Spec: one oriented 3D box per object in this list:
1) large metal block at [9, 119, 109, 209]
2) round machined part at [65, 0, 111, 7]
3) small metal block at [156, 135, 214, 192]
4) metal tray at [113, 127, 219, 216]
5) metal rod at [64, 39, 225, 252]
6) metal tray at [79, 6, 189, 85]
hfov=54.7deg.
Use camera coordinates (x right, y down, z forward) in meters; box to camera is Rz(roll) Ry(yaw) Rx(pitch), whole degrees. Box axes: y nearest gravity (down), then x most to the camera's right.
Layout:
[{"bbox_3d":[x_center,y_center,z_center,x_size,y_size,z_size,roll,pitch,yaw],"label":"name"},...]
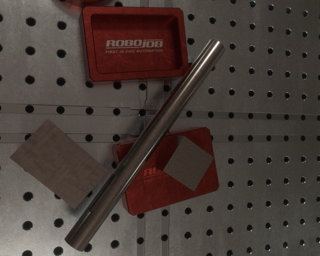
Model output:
[{"bbox_3d":[-0.111,0.036,0.343,0.080,0.080,0.050,44,76,-15],"label":"large metal block"},{"bbox_3d":[-0.088,-0.200,0.371,0.099,0.042,0.097,0,90,-21],"label":"round machined part"},{"bbox_3d":[0.032,0.044,0.393,0.050,0.025,0.050,36,78,-17],"label":"small metal block"},{"bbox_3d":[0.010,0.054,0.415,0.131,0.030,0.089,-12,94,-20],"label":"metal tray"},{"bbox_3d":[-0.010,0.011,0.377,0.025,0.025,0.300,39,77,-16],"label":"metal rod"},{"bbox_3d":[-0.031,-0.106,0.399,0.131,0.030,0.089,-7,93,-20],"label":"metal tray"}]
